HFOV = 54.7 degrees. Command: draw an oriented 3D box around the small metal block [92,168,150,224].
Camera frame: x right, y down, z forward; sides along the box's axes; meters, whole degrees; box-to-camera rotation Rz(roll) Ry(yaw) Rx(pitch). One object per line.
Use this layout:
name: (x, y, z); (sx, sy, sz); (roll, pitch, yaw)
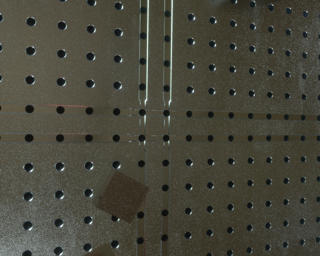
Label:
small metal block: (-0.050, 0.086, 0.395); (0.050, 0.025, 0.050); (32, 79, -18)
